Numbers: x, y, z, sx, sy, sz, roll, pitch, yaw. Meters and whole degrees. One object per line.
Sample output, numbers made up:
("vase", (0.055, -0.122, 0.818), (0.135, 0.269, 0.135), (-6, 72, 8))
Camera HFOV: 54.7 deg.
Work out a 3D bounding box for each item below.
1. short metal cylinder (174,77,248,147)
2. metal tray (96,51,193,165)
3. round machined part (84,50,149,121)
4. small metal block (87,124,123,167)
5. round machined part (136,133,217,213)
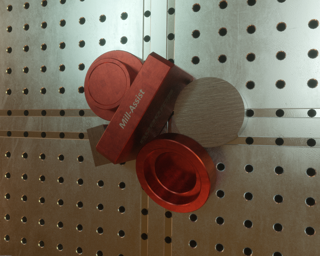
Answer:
("short metal cylinder", (0.063, -0.018, 0.373), (0.080, 0.050, 0.079), (0, 90, 20))
("metal tray", (-0.015, -0.021, 0.379), (0.030, 0.090, 0.129), (35, 101, 16))
("round machined part", (-0.062, -0.058, 0.420), (0.098, 0.042, 0.097), (0, 90, 19))
("small metal block", (-0.069, 0.022, 0.419), (0.025, 0.050, 0.050), (-16, 85, 19))
("round machined part", (0.023, 0.050, 0.379), (0.098, 0.042, 0.097), (12, 117, 26))
